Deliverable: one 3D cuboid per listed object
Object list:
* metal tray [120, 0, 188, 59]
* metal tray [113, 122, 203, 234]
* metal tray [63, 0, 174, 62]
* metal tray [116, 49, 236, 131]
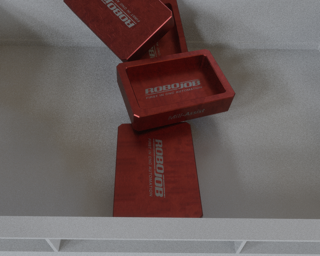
[{"bbox_3d":[-0.009,-0.120,0.455,0.091,0.030,0.129,-12,88,-11],"label":"metal tray"},{"bbox_3d":[-0.004,0.052,0.358,0.091,0.030,0.130,-2,50,-2],"label":"metal tray"},{"bbox_3d":[-0.056,-0.160,0.424,0.090,0.030,0.130,-44,80,1],"label":"metal tray"},{"bbox_3d":[0.018,-0.052,0.400,0.131,0.030,0.090,-13,58,-14],"label":"metal tray"}]
